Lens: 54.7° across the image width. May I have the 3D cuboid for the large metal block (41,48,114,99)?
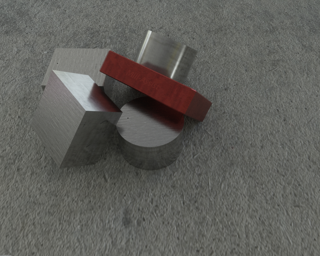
[{"bbox_3d":[-0.112,-0.069,0.443,0.080,0.050,0.080,1,50,0],"label":"large metal block"}]

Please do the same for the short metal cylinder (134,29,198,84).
[{"bbox_3d":[0.008,-0.103,0.450,0.080,0.050,0.080,22,14,-5],"label":"short metal cylinder"}]

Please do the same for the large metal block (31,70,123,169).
[{"bbox_3d":[-0.102,-0.011,0.368,0.050,0.080,0.080,0,38,-50],"label":"large metal block"}]

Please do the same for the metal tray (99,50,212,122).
[{"bbox_3d":[-0.004,-0.054,0.409,0.130,0.090,0.030,29,96,22],"label":"metal tray"}]

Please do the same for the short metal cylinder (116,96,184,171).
[{"bbox_3d":[-0.012,0.006,0.384,0.081,0.050,0.080,0,50,0],"label":"short metal cylinder"}]
